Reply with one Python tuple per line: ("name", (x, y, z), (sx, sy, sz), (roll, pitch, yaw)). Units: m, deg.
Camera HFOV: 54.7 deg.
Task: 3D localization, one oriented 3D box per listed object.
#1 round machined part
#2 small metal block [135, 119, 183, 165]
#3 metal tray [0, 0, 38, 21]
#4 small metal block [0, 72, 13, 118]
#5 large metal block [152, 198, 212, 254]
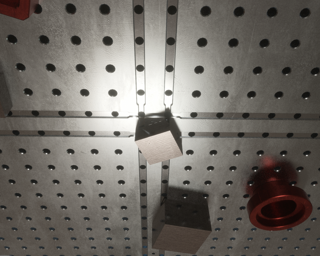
("round machined part", (0.192, 0.124, 0.509), (0.099, 0.042, 0.097), (-1, 130, 0))
("small metal block", (-0.001, 0.020, 0.429), (0.050, 0.025, 0.050), (-18, 128, 14))
("metal tray", (-0.174, -0.160, 0.269), (0.131, 0.030, 0.089), (15, 129, -13))
("small metal block", (-0.214, -0.041, 0.374), (0.050, 0.025, 0.050), (3, 130, -4))
("large metal block", (0.035, 0.174, 0.545), (0.081, 0.050, 0.079), (12, 129, -11))
